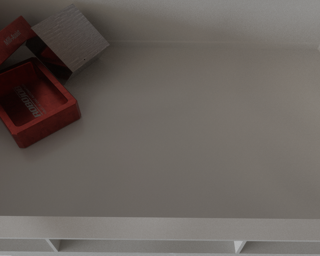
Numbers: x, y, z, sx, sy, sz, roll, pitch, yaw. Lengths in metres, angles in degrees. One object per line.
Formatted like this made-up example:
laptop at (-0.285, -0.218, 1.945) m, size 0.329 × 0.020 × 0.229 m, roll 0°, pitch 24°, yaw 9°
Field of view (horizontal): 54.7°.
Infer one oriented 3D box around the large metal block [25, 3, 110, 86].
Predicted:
large metal block at (-0.138, -0.126, 0.468) m, size 0.080 × 0.050 × 0.080 m, roll 48°, pitch 57°, yaw -10°

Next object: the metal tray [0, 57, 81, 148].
metal tray at (-0.184, -0.041, 0.433) m, size 0.091 × 0.030 × 0.130 m, roll -33°, pitch 58°, yaw -25°

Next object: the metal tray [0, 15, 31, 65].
metal tray at (-0.241, -0.106, 0.440) m, size 0.090 × 0.030 × 0.130 m, roll -26°, pitch 31°, yaw 19°
